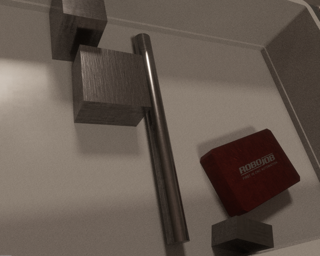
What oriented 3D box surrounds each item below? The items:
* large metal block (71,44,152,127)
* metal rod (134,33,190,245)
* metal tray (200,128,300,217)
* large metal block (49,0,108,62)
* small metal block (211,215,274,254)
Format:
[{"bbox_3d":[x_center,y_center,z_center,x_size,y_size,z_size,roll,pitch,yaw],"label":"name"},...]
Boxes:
[{"bbox_3d":[-0.063,-0.051,0.388,0.081,0.050,0.080,4,60,-27],"label":"large metal block"},{"bbox_3d":[-0.003,-0.005,0.408,0.025,0.025,0.299,4,60,-27],"label":"metal rod"},{"bbox_3d":[0.130,0.059,0.439,0.131,0.030,0.090,-16,70,-35],"label":"metal tray"},{"bbox_3d":[-0.109,-0.142,0.399,0.050,0.080,0.080,1,61,-28],"label":"large metal block"},{"bbox_3d":[0.096,0.128,0.366,0.050,0.050,0.025,19,54,-17],"label":"small metal block"}]
